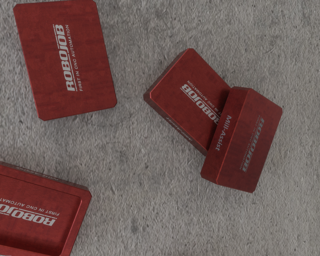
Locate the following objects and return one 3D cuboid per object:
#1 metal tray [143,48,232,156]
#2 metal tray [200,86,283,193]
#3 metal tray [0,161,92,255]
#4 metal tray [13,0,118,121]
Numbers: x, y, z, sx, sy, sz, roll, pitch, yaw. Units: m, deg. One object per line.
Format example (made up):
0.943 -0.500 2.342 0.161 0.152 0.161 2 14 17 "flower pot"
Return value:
0.054 -0.032 0.426 0.130 0.030 0.090 43 77 -15 "metal tray"
0.115 0.018 0.426 0.091 0.030 0.129 21 88 -39 "metal tray"
-0.155 0.094 0.349 0.131 0.030 0.090 22 83 -19 "metal tray"
-0.110 -0.079 0.366 0.091 0.030 0.129 -13 95 -20 "metal tray"
